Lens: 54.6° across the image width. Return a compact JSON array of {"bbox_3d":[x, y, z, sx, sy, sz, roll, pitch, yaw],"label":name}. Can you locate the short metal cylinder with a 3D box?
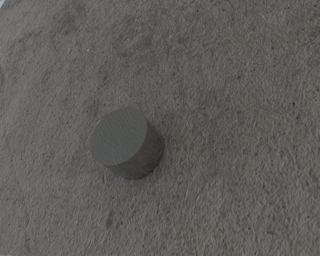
[{"bbox_3d":[-0.041,0.020,0.398,0.080,0.050,0.080,-13,56,21],"label":"short metal cylinder"}]
